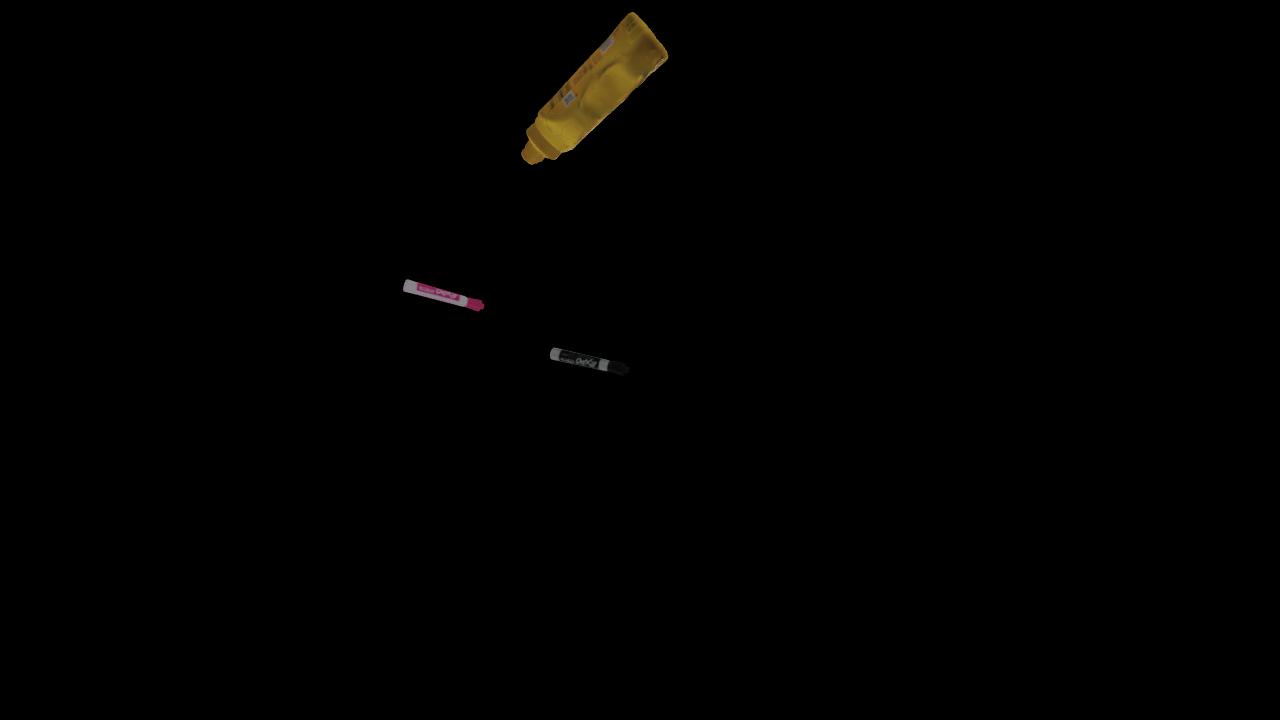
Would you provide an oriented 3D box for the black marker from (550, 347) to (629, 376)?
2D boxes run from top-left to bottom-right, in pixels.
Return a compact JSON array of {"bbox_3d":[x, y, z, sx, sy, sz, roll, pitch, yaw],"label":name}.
[{"bbox_3d":[-0.074,0.002,0.895,0.121,0.020,0.020,12,4,18],"label":"black marker"}]

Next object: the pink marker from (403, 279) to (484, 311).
[{"bbox_3d":[-0.293,-0.096,0.928,0.121,0.020,0.020,15,-9,-34],"label":"pink marker"}]

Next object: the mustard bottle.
[{"bbox_3d":[-0.057,-0.272,0.641,0.184,0.092,0.054,-39,-50,18],"label":"mustard bottle"}]
